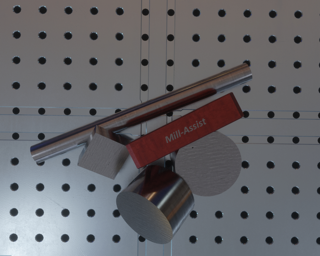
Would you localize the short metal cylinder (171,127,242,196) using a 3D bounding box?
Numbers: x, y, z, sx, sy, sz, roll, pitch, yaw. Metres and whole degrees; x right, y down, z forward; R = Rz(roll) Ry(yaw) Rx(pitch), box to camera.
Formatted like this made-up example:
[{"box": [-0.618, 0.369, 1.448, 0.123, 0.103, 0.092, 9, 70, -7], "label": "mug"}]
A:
[{"box": [0.056, 0.040, 0.393, 0.081, 0.050, 0.079, -1, 99, -4], "label": "short metal cylinder"}]

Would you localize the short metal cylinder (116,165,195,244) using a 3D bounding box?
[{"box": [-0.006, 0.092, 0.375, 0.080, 0.080, 0.050, 47, 49, 0], "label": "short metal cylinder"}]

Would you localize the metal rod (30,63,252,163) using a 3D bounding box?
[{"box": [-0.024, -0.020, 0.409, 0.301, 0.025, 0.025, -21, 90, 0], "label": "metal rod"}]

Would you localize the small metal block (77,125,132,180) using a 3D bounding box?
[{"box": [-0.070, 0.032, 0.396, 0.050, 0.025, 0.050, 26, 106, -19], "label": "small metal block"}]

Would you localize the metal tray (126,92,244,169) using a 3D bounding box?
[{"box": [0.027, 0.002, 0.377, 0.131, 0.090, 0.030, -26, 90, 0], "label": "metal tray"}]
